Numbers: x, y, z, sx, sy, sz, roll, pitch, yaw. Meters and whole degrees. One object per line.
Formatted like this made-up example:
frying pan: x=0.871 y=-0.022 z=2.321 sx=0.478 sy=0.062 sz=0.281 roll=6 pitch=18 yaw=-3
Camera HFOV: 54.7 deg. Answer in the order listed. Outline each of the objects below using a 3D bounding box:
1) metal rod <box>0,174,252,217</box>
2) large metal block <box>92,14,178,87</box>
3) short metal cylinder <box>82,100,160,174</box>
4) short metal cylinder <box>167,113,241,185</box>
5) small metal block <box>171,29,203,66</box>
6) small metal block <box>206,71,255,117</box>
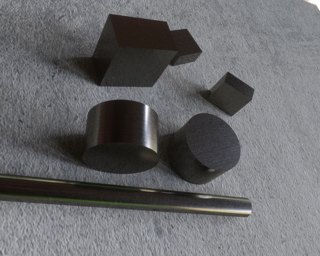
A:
metal rod: x=-0.026 y=0.078 z=0.343 sx=0.302 sy=0.025 sz=0.025 roll=10 pitch=57 yaw=-23
large metal block: x=-0.036 y=-0.098 z=0.410 sx=0.081 sy=0.080 sz=0.050 roll=-4 pitch=64 yaw=-30
short metal cylinder: x=-0.041 y=0.012 z=0.340 sx=0.081 sy=0.080 sz=0.050 roll=12 pitch=57 yaw=-22
short metal cylinder: x=0.056 y=0.027 z=0.403 sx=0.081 sy=0.050 sz=0.080 roll=14 pitch=56 yaw=-21
small metal block: x=0.032 y=-0.132 z=0.504 sx=0.050 sy=0.025 sz=0.050 roll=-20 pitch=73 yaw=-36
small metal block: x=0.108 y=-0.051 z=0.480 sx=0.050 sy=0.050 sz=0.025 roll=32 pitch=52 yaw=-8
